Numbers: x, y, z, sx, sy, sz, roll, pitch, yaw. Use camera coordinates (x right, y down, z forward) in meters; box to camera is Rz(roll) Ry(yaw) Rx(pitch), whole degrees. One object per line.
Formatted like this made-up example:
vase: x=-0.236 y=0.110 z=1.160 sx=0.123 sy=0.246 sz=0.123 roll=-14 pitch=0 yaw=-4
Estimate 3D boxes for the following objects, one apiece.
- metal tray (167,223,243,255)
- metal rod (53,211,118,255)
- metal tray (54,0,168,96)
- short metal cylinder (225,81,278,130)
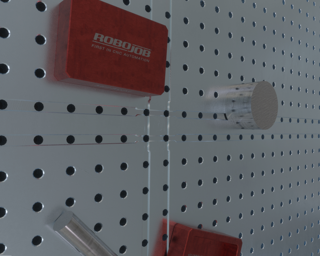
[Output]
metal tray: x=0.066 y=0.200 z=0.462 sx=0.131 sy=0.030 sz=0.090 roll=26 pitch=74 yaw=-37
metal rod: x=-0.024 y=0.207 z=0.389 sx=0.025 sy=0.025 sz=0.299 roll=-50 pitch=120 yaw=-28
metal tray: x=-0.051 y=-0.091 z=0.363 sx=0.131 sy=0.030 sz=0.089 roll=6 pitch=86 yaw=-40
short metal cylinder: x=0.155 y=-0.037 z=0.524 sx=0.081 sy=0.050 sz=0.079 roll=0 pitch=91 yaw=-40
